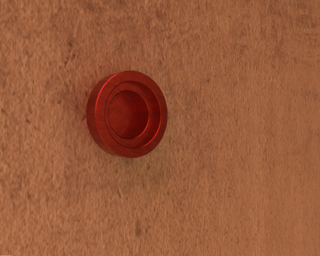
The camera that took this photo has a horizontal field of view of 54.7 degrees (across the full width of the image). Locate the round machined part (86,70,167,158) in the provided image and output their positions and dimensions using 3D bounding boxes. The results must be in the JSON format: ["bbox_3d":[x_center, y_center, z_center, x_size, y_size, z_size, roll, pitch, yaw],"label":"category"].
[{"bbox_3d":[-0.042,-0.015,0.360,0.099,0.042,0.097,0,90,-40],"label":"round machined part"}]
